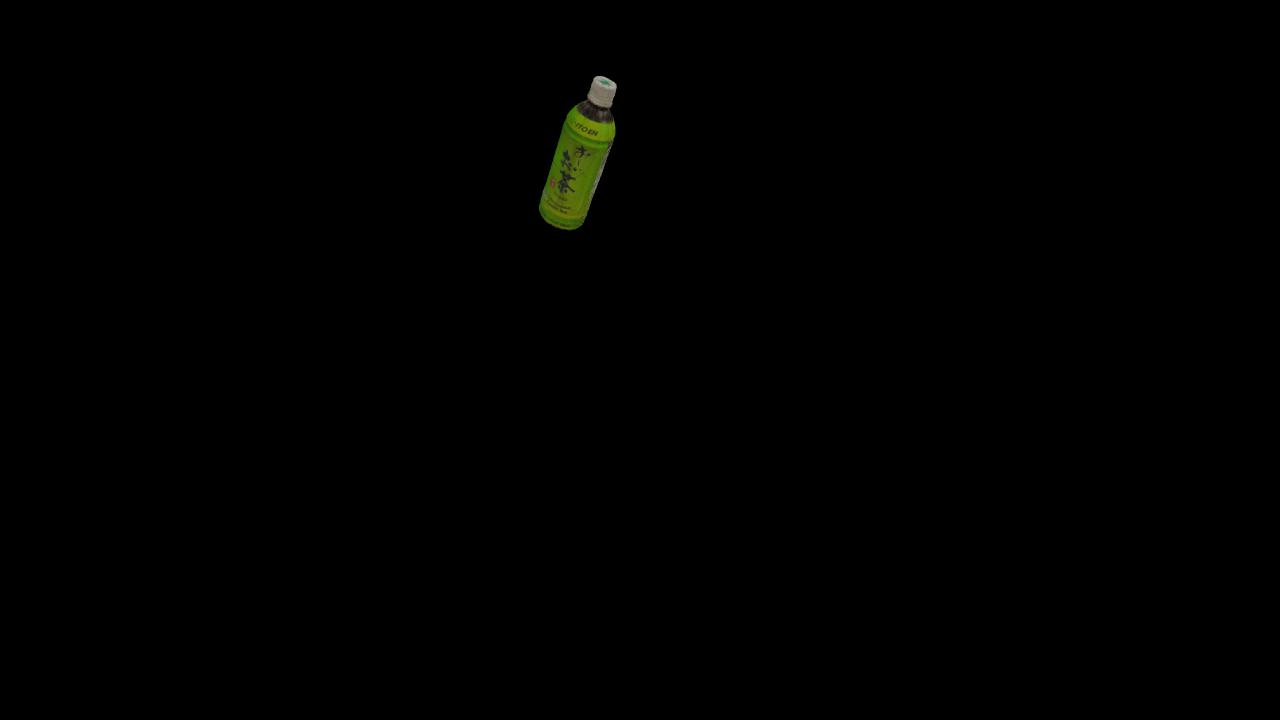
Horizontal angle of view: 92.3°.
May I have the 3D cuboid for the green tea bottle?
[{"bbox_3d":[-0.079,-0.277,0.832,0.073,0.073,0.212,0,-40,-29],"label":"green tea bottle"}]
